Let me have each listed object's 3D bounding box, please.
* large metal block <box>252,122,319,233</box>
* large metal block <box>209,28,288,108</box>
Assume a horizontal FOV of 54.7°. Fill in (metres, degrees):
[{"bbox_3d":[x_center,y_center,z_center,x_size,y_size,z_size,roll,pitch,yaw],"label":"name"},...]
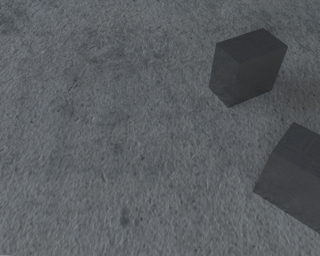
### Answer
[{"bbox_3d":[0.155,0.053,0.325,0.080,0.080,0.050,32,57,24],"label":"large metal block"},{"bbox_3d":[0.122,-0.085,0.440,0.081,0.080,0.050,-22,54,-18],"label":"large metal block"}]
